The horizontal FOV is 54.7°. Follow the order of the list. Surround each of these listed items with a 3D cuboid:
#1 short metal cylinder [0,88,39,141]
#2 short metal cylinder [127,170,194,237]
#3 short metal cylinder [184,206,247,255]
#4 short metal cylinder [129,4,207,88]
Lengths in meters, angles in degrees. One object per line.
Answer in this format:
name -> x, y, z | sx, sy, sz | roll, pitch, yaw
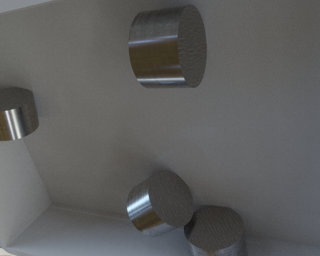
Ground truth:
short metal cylinder -> -0.234, -0.023, 0.479 | 0.080, 0.080, 0.050 | 15, 124, 19
short metal cylinder -> 0.001, 0.107, 0.437 | 0.080, 0.080, 0.050 | 47, 129, -5
short metal cylinder -> 0.077, 0.154, 0.427 | 0.080, 0.080, 0.050 | 1, 119, 27
short metal cylinder -> 0.011, -0.081, 0.316 | 0.050, 0.080, 0.079 | 3, 120, 27
